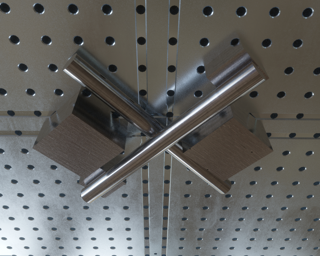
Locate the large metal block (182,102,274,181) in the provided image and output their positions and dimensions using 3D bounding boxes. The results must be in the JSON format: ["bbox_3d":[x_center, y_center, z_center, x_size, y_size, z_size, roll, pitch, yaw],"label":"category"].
[{"bbox_3d":[0.086,0.014,0.408,0.080,0.050,0.080,35,122,-26],"label":"large metal block"}]

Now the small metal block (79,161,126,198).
[{"bbox_3d":[-0.087,0.075,0.475,0.050,0.025,0.050,37,121,-27],"label":"small metal block"}]

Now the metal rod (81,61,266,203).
[{"bbox_3d":[-0.002,0.020,0.395,0.299,0.025,0.025,-37,121,27],"label":"metal rod"}]

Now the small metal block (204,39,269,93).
[{"bbox_3d":[0.088,-0.064,0.358,0.050,0.025,0.050,-37,122,27],"label":"small metal block"}]

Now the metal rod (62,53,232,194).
[{"bbox_3d":[0.001,0.010,0.418,0.025,0.025,0.301,-35,122,26],"label":"metal rod"}]

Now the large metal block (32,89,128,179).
[{"bbox_3d":[-0.101,0.010,0.403,0.080,0.050,0.080,-36,122,26],"label":"large metal block"}]
